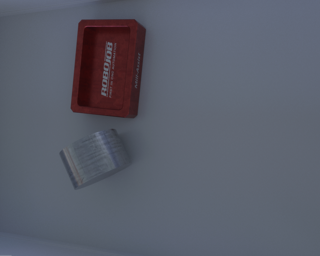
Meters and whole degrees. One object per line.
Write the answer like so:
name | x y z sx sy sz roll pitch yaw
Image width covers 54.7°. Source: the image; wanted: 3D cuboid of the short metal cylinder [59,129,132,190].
short metal cylinder | -0.084 0.041 0.410 0.080 0.080 0.050 -29 81 17

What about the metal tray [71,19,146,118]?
metal tray | -0.073 -0.082 0.432 0.090 0.030 0.129 7 92 19
